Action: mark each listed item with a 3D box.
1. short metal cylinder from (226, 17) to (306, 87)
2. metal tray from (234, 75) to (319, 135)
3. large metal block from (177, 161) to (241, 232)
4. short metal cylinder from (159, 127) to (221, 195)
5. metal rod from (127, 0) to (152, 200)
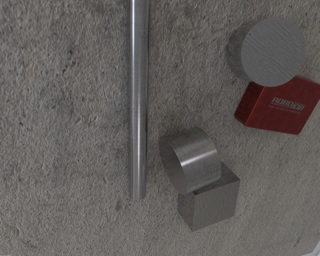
[{"bbox_3d":[0.130,-0.094,0.385,0.081,0.050,0.079,-2,105,-7],"label":"short metal cylinder"},{"bbox_3d":[0.187,-0.040,0.481,0.131,0.030,0.089,8,115,-32],"label":"metal tray"},{"bbox_3d":[0.077,0.110,0.501,0.081,0.050,0.079,-14,124,-21],"label":"large metal block"},{"bbox_3d":[0.039,0.044,0.420,0.050,0.080,0.079,-20,126,-17],"label":"short metal cylinder"},{"bbox_3d":[-0.026,-0.032,0.372,0.025,0.025,0.298,-11,123,-23],"label":"metal rod"}]
